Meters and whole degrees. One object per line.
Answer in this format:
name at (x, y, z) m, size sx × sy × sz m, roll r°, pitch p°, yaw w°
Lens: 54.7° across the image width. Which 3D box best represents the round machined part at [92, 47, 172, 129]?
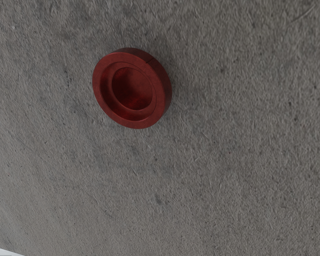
round machined part at (-0.030, -0.051, 0.380) m, size 0.098 × 0.042 × 0.097 m, roll 13°, pitch 124°, yaw 21°
